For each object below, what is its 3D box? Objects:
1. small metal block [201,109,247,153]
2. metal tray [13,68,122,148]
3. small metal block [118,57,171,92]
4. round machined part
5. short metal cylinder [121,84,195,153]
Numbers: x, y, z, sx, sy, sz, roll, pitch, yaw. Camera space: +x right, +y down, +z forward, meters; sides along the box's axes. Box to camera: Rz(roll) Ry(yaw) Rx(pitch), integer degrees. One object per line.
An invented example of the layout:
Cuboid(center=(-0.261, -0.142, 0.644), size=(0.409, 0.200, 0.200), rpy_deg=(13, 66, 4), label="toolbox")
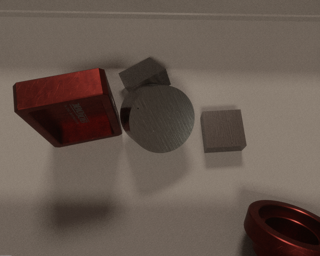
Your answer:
Cuboid(center=(0.082, 0.004, 0.409), size=(0.050, 0.025, 0.050), rpy_deg=(-3, 70, -2), label="small metal block")
Cuboid(center=(-0.097, -0.017, 0.359), size=(0.091, 0.130, 0.030), rpy_deg=(-11, 71, -4), label="metal tray")
Cuboid(center=(-0.021, -0.067, 0.421), size=(0.050, 0.025, 0.050), rpy_deg=(-30, 40, -11), label="small metal block")
Cuboid(center=(0.140, 0.122, 0.337), size=(0.099, 0.098, 0.042), rpy_deg=(13, 104, 4), label="round machined part")
Cuboid(center=(-0.004, -0.014, 0.382), size=(0.081, 0.050, 0.079), rpy_deg=(-4, 101, -19), label="short metal cylinder")
